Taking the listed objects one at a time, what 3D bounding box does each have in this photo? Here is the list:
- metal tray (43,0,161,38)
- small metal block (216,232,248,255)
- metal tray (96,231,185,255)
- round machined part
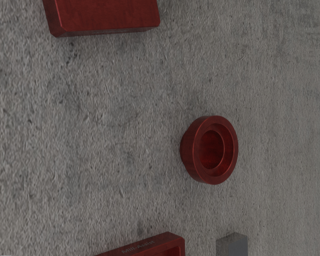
[{"bbox_3d":[-0.064,-0.154,0.347,0.131,0.030,0.089,-18,102,-38],"label":"metal tray"},{"bbox_3d":[0.118,0.204,0.504,0.050,0.025,0.050,-4,93,-40],"label":"small metal block"},{"bbox_3d":[-0.025,0.190,0.380,0.131,0.030,0.089,-2,92,-40],"label":"metal tray"},{"bbox_3d":[0.067,0.031,0.450,0.099,0.042,0.097,0,90,-40],"label":"round machined part"}]
